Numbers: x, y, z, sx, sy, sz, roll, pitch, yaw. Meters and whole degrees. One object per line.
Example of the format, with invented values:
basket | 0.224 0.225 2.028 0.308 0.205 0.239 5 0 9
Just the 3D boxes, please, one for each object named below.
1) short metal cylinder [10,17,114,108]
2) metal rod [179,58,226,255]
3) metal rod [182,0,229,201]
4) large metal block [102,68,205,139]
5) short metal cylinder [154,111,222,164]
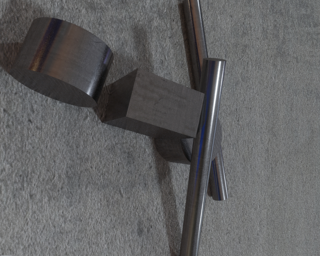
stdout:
short metal cylinder | -0.090 -0.058 0.293 0.080 0.080 0.050 27 73 -37
metal rod | 0.048 0.065 0.387 0.025 0.025 0.298 -13 116 -39
metal rod | 0.069 -0.037 0.462 0.025 0.025 0.298 -17 101 -39
large metal block | -0.010 -0.022 0.350 0.081 0.080 0.050 17 79 -25
short metal cylinder | 0.039 0.009 0.421 0.081 0.050 0.079 0 90 -40
